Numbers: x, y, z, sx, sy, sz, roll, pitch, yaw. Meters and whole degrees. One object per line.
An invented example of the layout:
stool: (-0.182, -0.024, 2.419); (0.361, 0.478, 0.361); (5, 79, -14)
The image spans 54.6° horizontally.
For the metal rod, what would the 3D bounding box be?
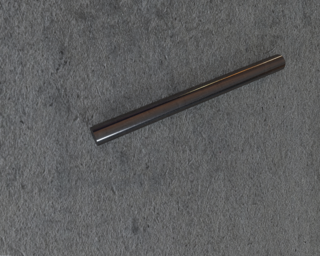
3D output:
metal rod: (0.051, -0.045, 0.427); (0.302, 0.025, 0.025); (-23, 98, -19)
